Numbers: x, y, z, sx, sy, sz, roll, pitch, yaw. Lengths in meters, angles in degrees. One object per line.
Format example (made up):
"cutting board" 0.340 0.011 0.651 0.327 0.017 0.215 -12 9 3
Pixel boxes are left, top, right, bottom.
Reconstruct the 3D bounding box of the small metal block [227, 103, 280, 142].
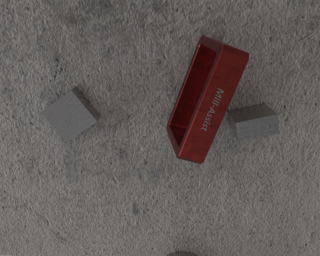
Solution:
"small metal block" 0.117 -0.008 0.394 0.050 0.050 0.025 -12 110 4

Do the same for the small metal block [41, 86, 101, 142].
"small metal block" -0.115 -0.018 0.402 0.050 0.025 0.050 -33 107 11

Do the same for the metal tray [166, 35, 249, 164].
"metal tray" 0.048 -0.036 0.360 0.030 0.090 0.129 16 110 -14

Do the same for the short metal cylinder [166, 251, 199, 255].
"short metal cylinder" 0.036 0.243 0.486 0.081 0.050 0.079 0 110 0
